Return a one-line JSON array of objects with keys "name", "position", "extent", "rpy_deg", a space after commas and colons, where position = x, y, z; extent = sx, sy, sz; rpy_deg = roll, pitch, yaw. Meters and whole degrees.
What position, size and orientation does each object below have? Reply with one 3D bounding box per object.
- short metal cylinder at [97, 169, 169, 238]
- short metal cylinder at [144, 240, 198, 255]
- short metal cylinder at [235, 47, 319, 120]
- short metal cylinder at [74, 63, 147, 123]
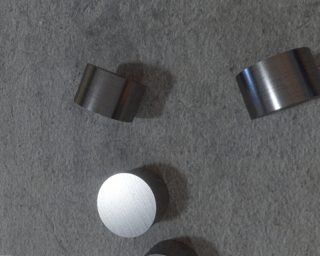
[{"name": "short metal cylinder", "position": [-0.034, 0.096, 0.407], "extent": [0.080, 0.050, 0.079], "rpy_deg": [0, 90, 19]}, {"name": "short metal cylinder", "position": [0.010, 0.190, 0.392], "extent": [0.080, 0.050, 0.079], "rpy_deg": [0, 90, 19]}, {"name": "short metal cylinder", "position": [0.129, -0.046, 0.334], "extent": [0.080, 0.080, 0.050], "rpy_deg": [-21, 83, 18]}, {"name": "short metal cylinder", "position": [-0.064, -0.045, 0.401], "extent": [0.080, 0.080, 0.050], "rpy_deg": [24, 98, 18]}]
